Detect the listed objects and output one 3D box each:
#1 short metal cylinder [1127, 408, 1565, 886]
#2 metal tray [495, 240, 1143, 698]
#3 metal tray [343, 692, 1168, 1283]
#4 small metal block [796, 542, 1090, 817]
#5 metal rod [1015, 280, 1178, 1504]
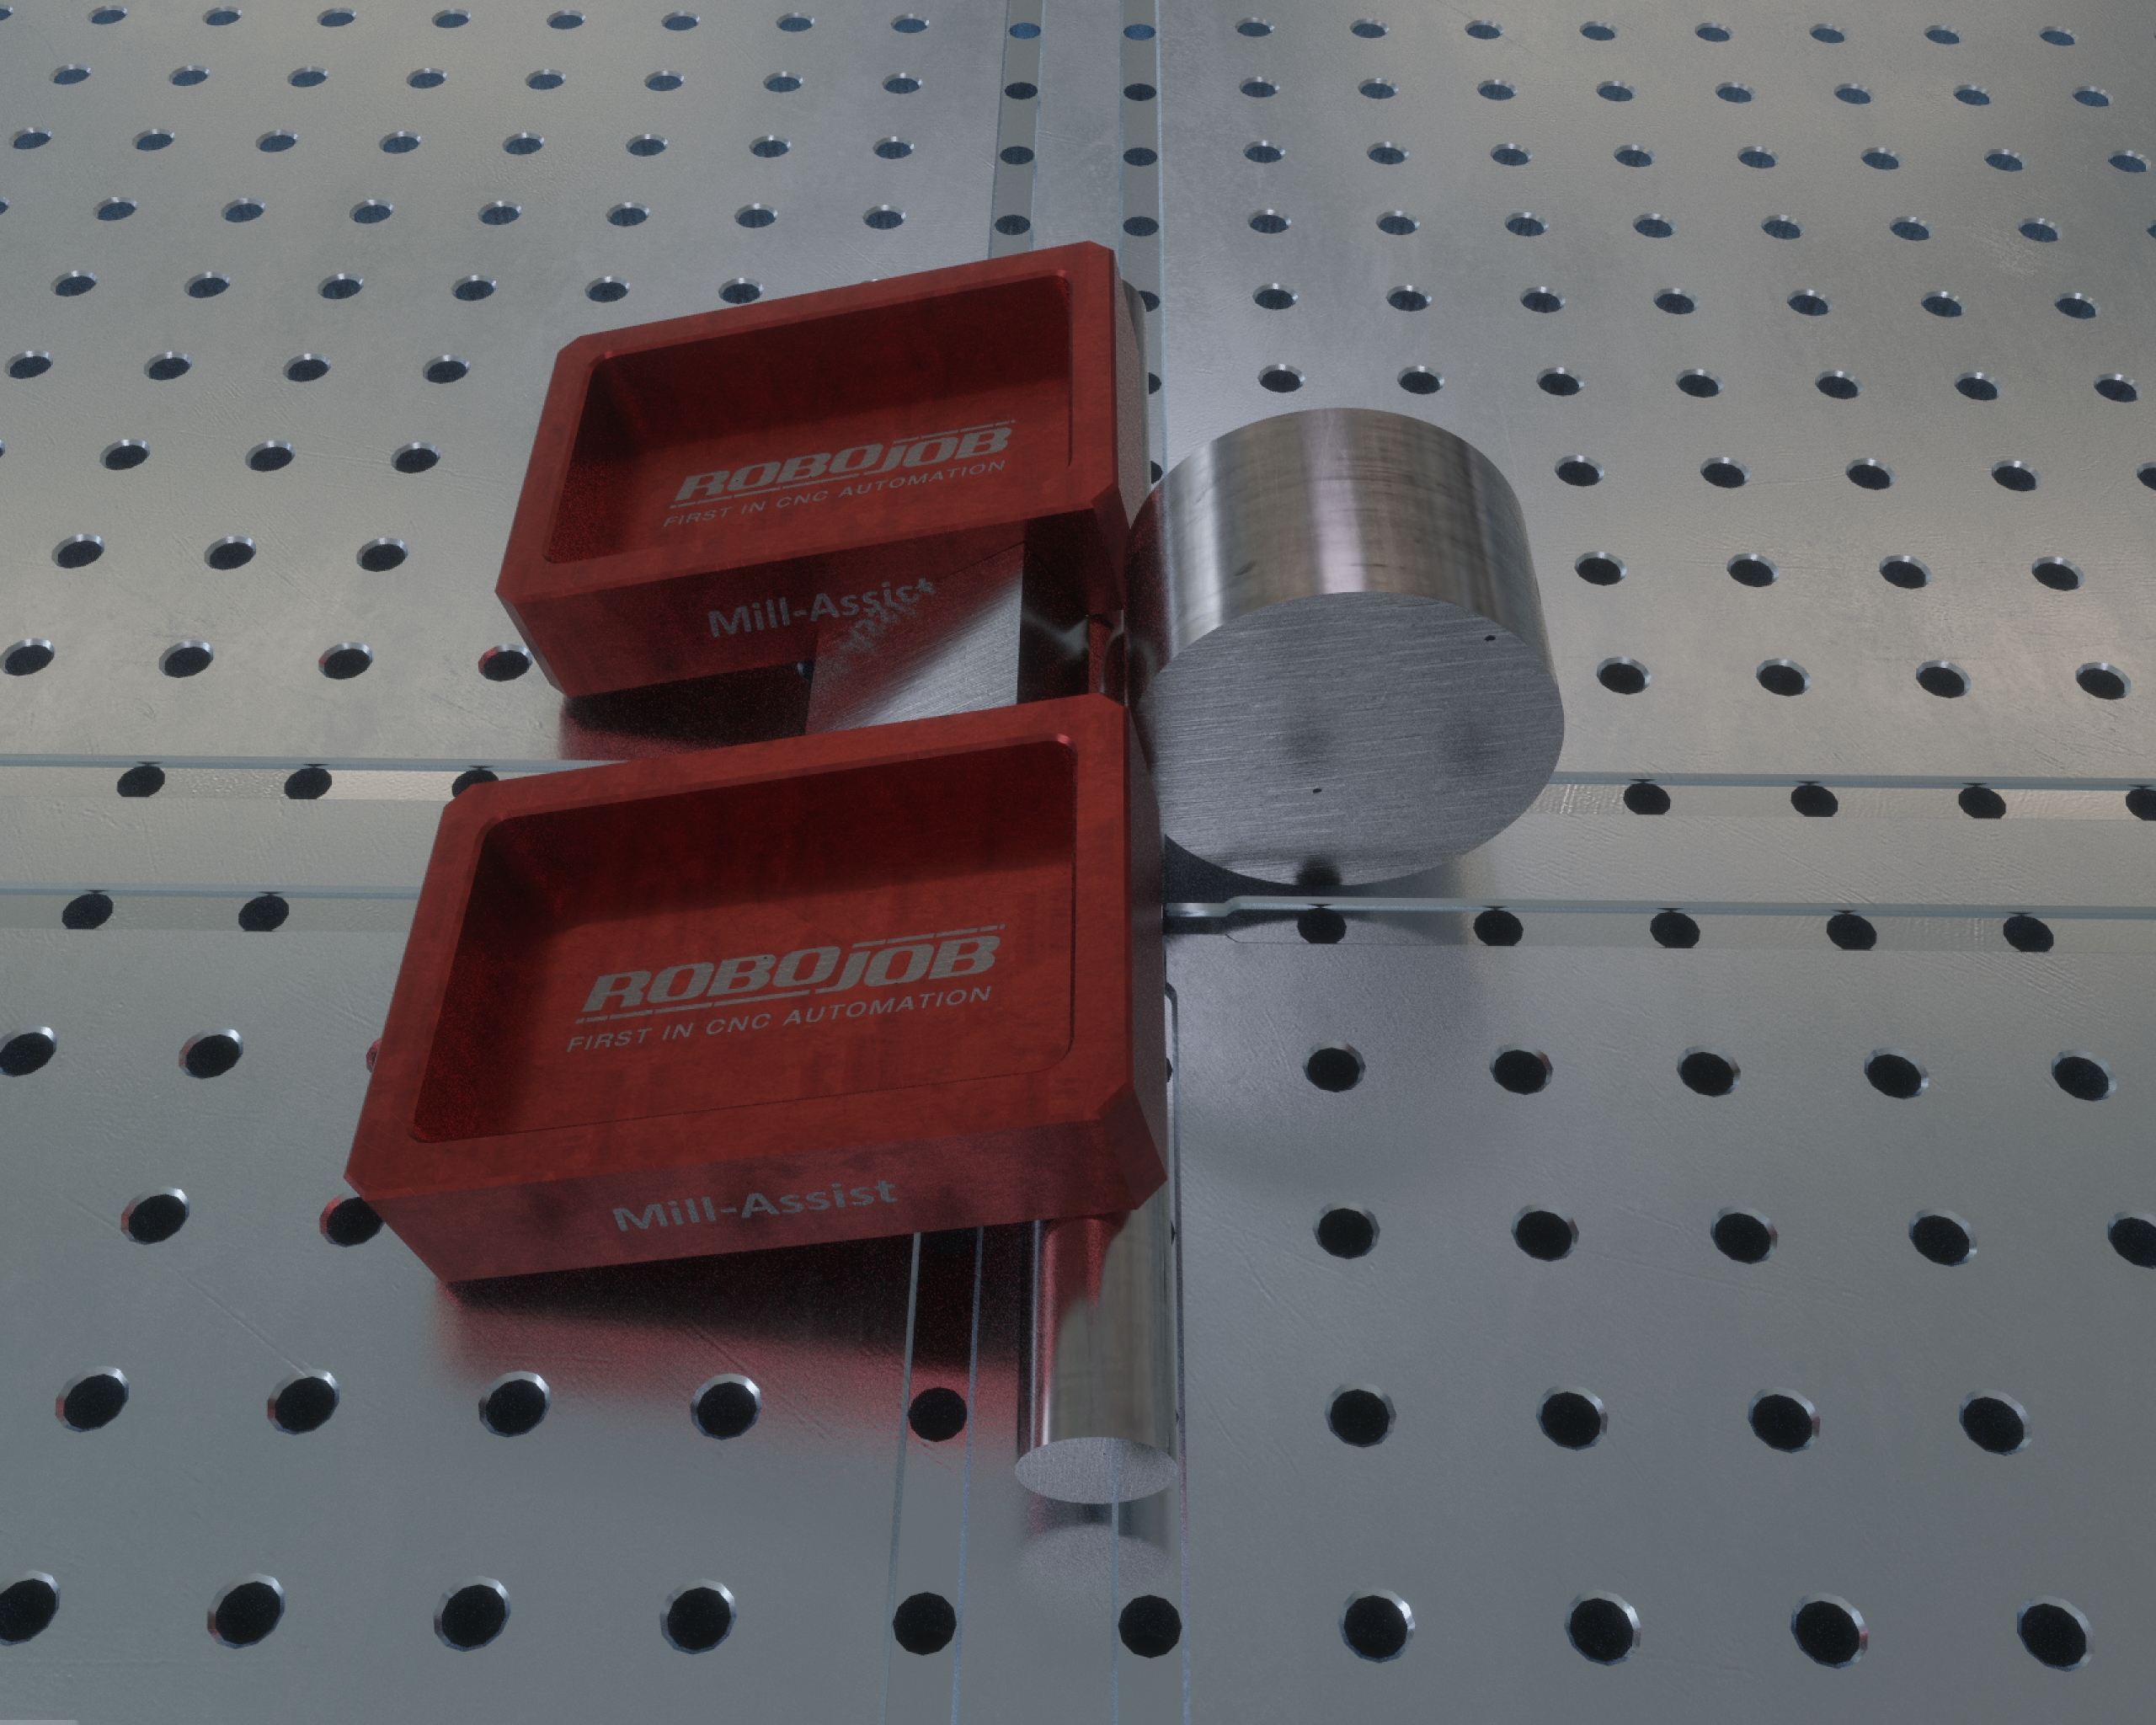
[{"bbox_3d":[0.049,-0.040,0.401,0.081,0.080,0.050,0,50,0],"label":"short metal cylinder"},{"bbox_3d":[-0.053,-0.086,0.454,0.131,0.030,0.090,-8,49,9],"label":"metal tray"},{"bbox_3d":[-0.052,0.021,0.364,0.131,0.030,0.090,-8,50,9],"label":"metal tray"},{"bbox_3d":[-0.026,-0.029,0.413,0.050,0.025,0.050,-21,45,24],"label":"small metal block"},{"bbox_3d":[0.004,-0.020,0.419,0.025,0.025,0.300,0,50,0],"label":"metal rod"}]
